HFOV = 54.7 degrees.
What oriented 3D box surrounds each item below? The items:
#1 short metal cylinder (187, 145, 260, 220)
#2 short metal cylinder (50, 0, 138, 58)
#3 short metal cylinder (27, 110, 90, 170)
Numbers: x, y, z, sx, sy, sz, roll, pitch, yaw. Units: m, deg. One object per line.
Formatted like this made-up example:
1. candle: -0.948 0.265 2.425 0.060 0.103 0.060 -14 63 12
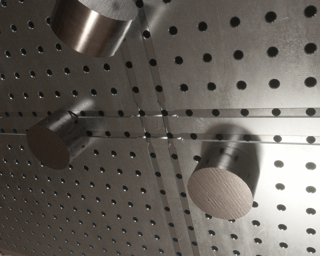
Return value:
1. short metal cylinder: 0.081 0.069 0.394 0.080 0.050 0.079 13 124 20
2. short metal cylinder: -0.071 -0.123 0.336 0.080 0.080 0.050 40 129 1
3. short metal cylinder: -0.160 0.019 0.488 0.080 0.050 0.079 13 124 20
